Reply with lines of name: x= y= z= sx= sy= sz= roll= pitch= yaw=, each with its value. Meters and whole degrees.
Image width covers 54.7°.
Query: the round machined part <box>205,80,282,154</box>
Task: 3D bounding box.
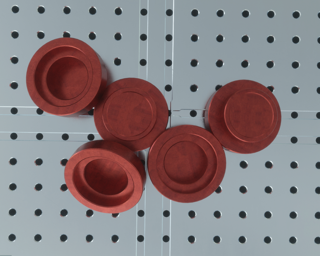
round machined part: x=0.111 y=-0.015 z=0.402 sx=0.099 sy=0.042 sz=0.097 roll=0 pitch=87 yaw=-5

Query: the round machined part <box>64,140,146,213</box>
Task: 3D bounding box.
round machined part: x=-0.065 y=0.057 z=0.391 sx=0.099 sy=0.042 sz=0.097 roll=4 pitch=118 yaw=8

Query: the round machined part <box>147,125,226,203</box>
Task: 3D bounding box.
round machined part: x=0.032 y=0.044 z=0.403 sx=0.099 sy=0.042 sz=0.097 roll=0 pitch=92 yaw=-5

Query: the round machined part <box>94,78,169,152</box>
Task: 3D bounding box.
round machined part: x=-0.038 y=-0.017 z=0.404 sx=0.099 sy=0.042 sz=0.097 roll=0 pitch=90 yaw=-1

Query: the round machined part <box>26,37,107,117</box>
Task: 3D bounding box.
round machined part: x=-0.115 y=-0.062 z=0.397 sx=0.098 sy=0.042 sz=0.097 roll=-1 pitch=85 yaw=9
